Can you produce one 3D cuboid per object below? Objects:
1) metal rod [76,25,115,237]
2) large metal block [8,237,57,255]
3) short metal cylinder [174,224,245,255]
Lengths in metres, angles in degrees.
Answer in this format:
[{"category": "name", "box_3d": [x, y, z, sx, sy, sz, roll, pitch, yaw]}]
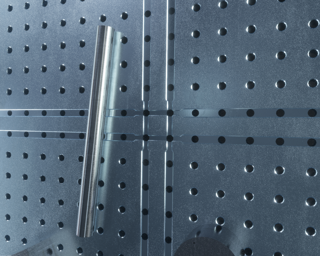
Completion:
[{"category": "metal rod", "box_3d": [-0.093, 0.006, 0.445, 0.025, 0.025, 0.298, 7, 92, 20]}, {"category": "large metal block", "box_3d": [-0.199, 0.225, 0.470, 0.080, 0.050, 0.080, -27, 81, 18]}, {"category": "short metal cylinder", "box_3d": [0.061, 0.164, 0.378, 0.080, 0.050, 0.080, 0, 90, 20]}]
